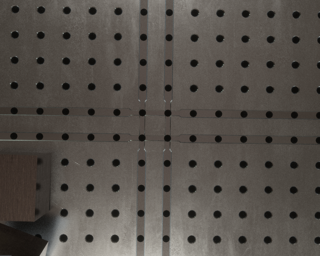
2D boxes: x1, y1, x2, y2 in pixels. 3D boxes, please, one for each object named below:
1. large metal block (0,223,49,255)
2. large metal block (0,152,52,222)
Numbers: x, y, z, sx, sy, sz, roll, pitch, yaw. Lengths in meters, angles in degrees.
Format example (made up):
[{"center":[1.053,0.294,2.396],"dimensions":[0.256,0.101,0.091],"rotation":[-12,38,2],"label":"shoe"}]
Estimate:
[{"center":[-0.192,0.169,0.381],"dimensions":[0.080,0.050,0.079],"rotation":[21,123,-1],"label":"large metal block"},{"center":[-0.190,0.072,0.398],"dimensions":[0.081,0.050,0.079],"rotation":[2,89,-1],"label":"large metal block"}]
